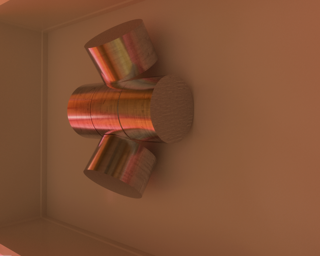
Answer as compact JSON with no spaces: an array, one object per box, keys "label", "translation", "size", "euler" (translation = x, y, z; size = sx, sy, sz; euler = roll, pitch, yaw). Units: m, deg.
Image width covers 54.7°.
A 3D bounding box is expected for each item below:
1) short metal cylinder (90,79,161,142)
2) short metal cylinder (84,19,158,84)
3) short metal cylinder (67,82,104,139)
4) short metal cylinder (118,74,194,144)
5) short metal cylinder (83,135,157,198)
[{"label":"short metal cylinder","translation":[-0.042,-0.023,0.404],"size":[0.050,0.081,0.079],"euler":[2,91,40]},{"label":"short metal cylinder","translation":[-0.049,-0.099,0.400],"size":[0.080,0.080,0.050],"euler":[3,129,40]},{"label":"short metal cylinder","translation":[-0.081,-0.024,0.436],"size":[0.050,0.081,0.079],"euler":[2,91,40]},{"label":"short metal cylinder","translation":[-0.003,-0.022,0.372],"size":[0.050,0.081,0.079],"euler":[2,91,40]},{"label":"short metal cylinder","translation":[-0.051,0.051,0.401],"size":[0.080,0.080,0.050],"euler":[0,56,40]}]
